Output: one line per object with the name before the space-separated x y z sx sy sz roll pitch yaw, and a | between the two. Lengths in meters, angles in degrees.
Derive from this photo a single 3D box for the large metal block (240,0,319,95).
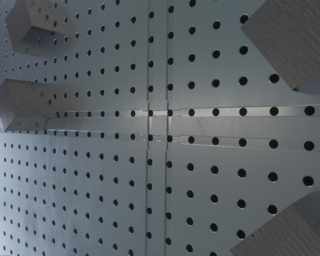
large metal block | 0.136 -0.088 0.281 0.080 0.050 0.080 -45 63 31

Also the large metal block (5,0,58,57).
large metal block | -0.252 -0.199 0.603 0.080 0.050 0.080 -33 69 35

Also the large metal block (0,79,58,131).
large metal block | -0.251 -0.041 0.583 0.050 0.081 0.080 -37 67 34

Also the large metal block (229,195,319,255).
large metal block | 0.128 0.122 0.288 0.080 0.050 0.080 -50 60 28
